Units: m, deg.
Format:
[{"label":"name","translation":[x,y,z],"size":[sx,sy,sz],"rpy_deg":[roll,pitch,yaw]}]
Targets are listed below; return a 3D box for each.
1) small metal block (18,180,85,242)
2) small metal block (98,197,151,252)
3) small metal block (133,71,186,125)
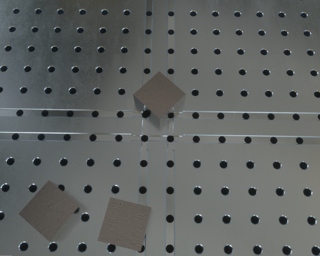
[{"label":"small metal block","translation":[-0.130,0.100,0.375],"size":[0.050,0.025,0.050],"rpy_deg":[36,74,12]},{"label":"small metal block","translation":[-0.041,0.115,0.370],"size":[0.050,0.025,0.050],"rpy_deg":[13,70,4]},{"label":"small metal block","translation":[-0.001,-0.041,0.427],"size":[0.050,0.025,0.050],"rpy_deg":[43,75,14]}]
